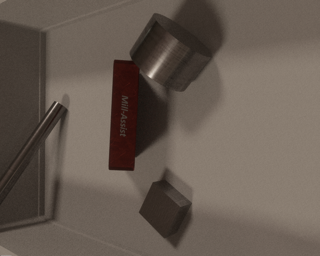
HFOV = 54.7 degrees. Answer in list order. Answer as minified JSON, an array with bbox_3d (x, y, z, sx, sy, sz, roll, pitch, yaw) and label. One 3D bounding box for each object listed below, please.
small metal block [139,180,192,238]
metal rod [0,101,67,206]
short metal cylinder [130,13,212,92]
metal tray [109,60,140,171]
[{"bbox_3d":[0.006,0.103,0.400,0.050,0.025,0.050,36,112,33],"label":"small metal block"},{"bbox_3d":[-0.253,0.084,0.521,0.025,0.025,0.300,22,75,37],"label":"metal rod"},{"bbox_3d":[0.012,-0.087,0.359,0.050,0.081,0.080,-52,60,26],"label":"short metal cylinder"},{"bbox_3d":[-0.045,-0.016,0.402,0.030,0.090,0.129,3,93,-5],"label":"metal tray"}]
